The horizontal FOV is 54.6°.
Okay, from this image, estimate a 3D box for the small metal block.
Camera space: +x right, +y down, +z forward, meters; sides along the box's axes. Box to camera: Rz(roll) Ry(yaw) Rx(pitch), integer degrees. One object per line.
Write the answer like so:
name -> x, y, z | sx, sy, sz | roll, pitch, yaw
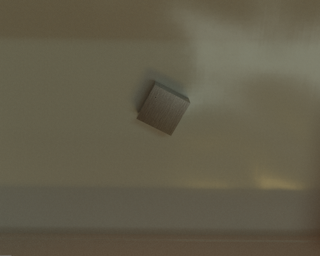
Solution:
small metal block -> 0.004, -0.026, 0.402 | 0.050, 0.025, 0.050 | 27, 108, -10
